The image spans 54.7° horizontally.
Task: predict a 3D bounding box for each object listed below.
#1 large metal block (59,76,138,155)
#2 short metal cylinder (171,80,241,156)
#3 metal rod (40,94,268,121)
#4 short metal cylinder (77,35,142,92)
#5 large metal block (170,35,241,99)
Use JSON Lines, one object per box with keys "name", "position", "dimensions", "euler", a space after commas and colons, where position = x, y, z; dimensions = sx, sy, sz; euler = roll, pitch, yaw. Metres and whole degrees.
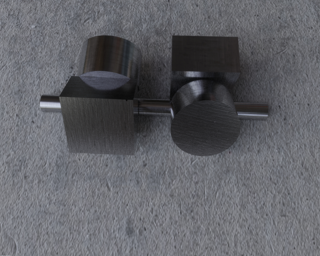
{"name": "large metal block", "position": [-0.069, -0.015, 0.378], "dimensions": [0.080, 0.079, 0.050], "euler": [3, 36, 0]}
{"name": "short metal cylinder", "position": [0.053, -0.012, 0.378], "dimensions": [0.080, 0.079, 0.050], "euler": [2, 35, 0]}
{"name": "metal rod", "position": [-0.008, -0.028, 0.421], "dimensions": [0.302, 0.025, 0.025], "euler": [2, 70, 0]}
{"name": "short metal cylinder", "position": [-0.065, -0.076, 0.407], "dimensions": [0.080, 0.080, 0.050], "euler": [3, 70, 1]}
{"name": "large metal block", "position": [0.055, -0.076, 0.408], "dimensions": [0.080, 0.080, 0.050], "euler": [1, 70, 0]}
